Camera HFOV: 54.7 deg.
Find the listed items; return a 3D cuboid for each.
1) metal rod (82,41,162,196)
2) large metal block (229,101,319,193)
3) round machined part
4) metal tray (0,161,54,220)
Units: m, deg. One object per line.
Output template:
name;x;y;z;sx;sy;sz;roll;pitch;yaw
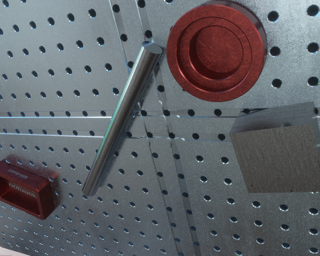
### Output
metal rod;-0.066;0.008;0.451;0.025;0.025;0.298;34;129;6
large metal block;0.131;0.023;0.340;0.080;0.050;0.080;-9;114;32
round machined part;0.060;-0.080;0.320;0.098;0.042;0.097;13;124;21
metal tray;-0.284;0.128;0.636;0.130;0.030;0.089;17;125;18
